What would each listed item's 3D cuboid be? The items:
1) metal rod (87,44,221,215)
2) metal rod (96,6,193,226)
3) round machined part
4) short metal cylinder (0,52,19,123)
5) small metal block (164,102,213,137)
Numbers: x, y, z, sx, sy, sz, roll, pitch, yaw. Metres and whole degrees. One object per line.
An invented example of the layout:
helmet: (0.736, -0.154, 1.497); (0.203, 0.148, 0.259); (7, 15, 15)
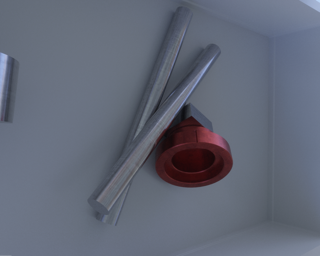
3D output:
metal rod: (0.011, -0.021, 0.388); (0.025, 0.025, 0.301); (57, 49, -25)
metal rod: (-0.014, -0.027, 0.396); (0.025, 0.025, 0.299); (31, 70, -36)
round machined part: (0.043, 0.034, 0.408); (0.098, 0.098, 0.042); (38, 35, -34)
short metal cylinder: (-0.156, -0.033, 0.241); (0.081, 0.080, 0.050); (8, 85, -40)
small metal block: (0.037, 0.000, 0.420); (0.050, 0.050, 0.025); (38, 34, -34)
